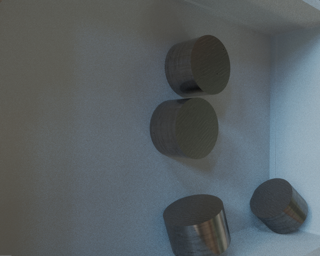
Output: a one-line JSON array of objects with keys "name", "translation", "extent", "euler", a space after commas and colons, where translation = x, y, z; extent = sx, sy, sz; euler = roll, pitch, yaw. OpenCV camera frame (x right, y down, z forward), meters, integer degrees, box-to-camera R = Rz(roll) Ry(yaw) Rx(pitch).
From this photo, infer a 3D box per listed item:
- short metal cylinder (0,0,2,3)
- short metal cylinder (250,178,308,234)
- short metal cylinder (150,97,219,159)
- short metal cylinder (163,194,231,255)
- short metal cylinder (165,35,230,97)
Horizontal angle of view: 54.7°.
[{"name": "short metal cylinder", "translation": [-0.171, -0.122, 0.247], "extent": [0.081, 0.050, 0.080], "euler": [0, 90, -40]}, {"name": "short metal cylinder", "translation": [0.206, 0.135, 0.541], "extent": [0.050, 0.080, 0.080], "euler": [44, 63, -21]}, {"name": "short metal cylinder", "translation": [0.033, 0.000, 0.418], "extent": [0.081, 0.050, 0.080], "euler": [0, 90, -40]}, {"name": "short metal cylinder", "translation": [0.049, 0.130, 0.412], "extent": [0.081, 0.080, 0.050], "euler": [-24, 105, -38]}, {"name": "short metal cylinder", "translation": [0.053, -0.085, 0.435], "extent": [0.081, 0.050, 0.080], "euler": [0, 90, -40]}]
